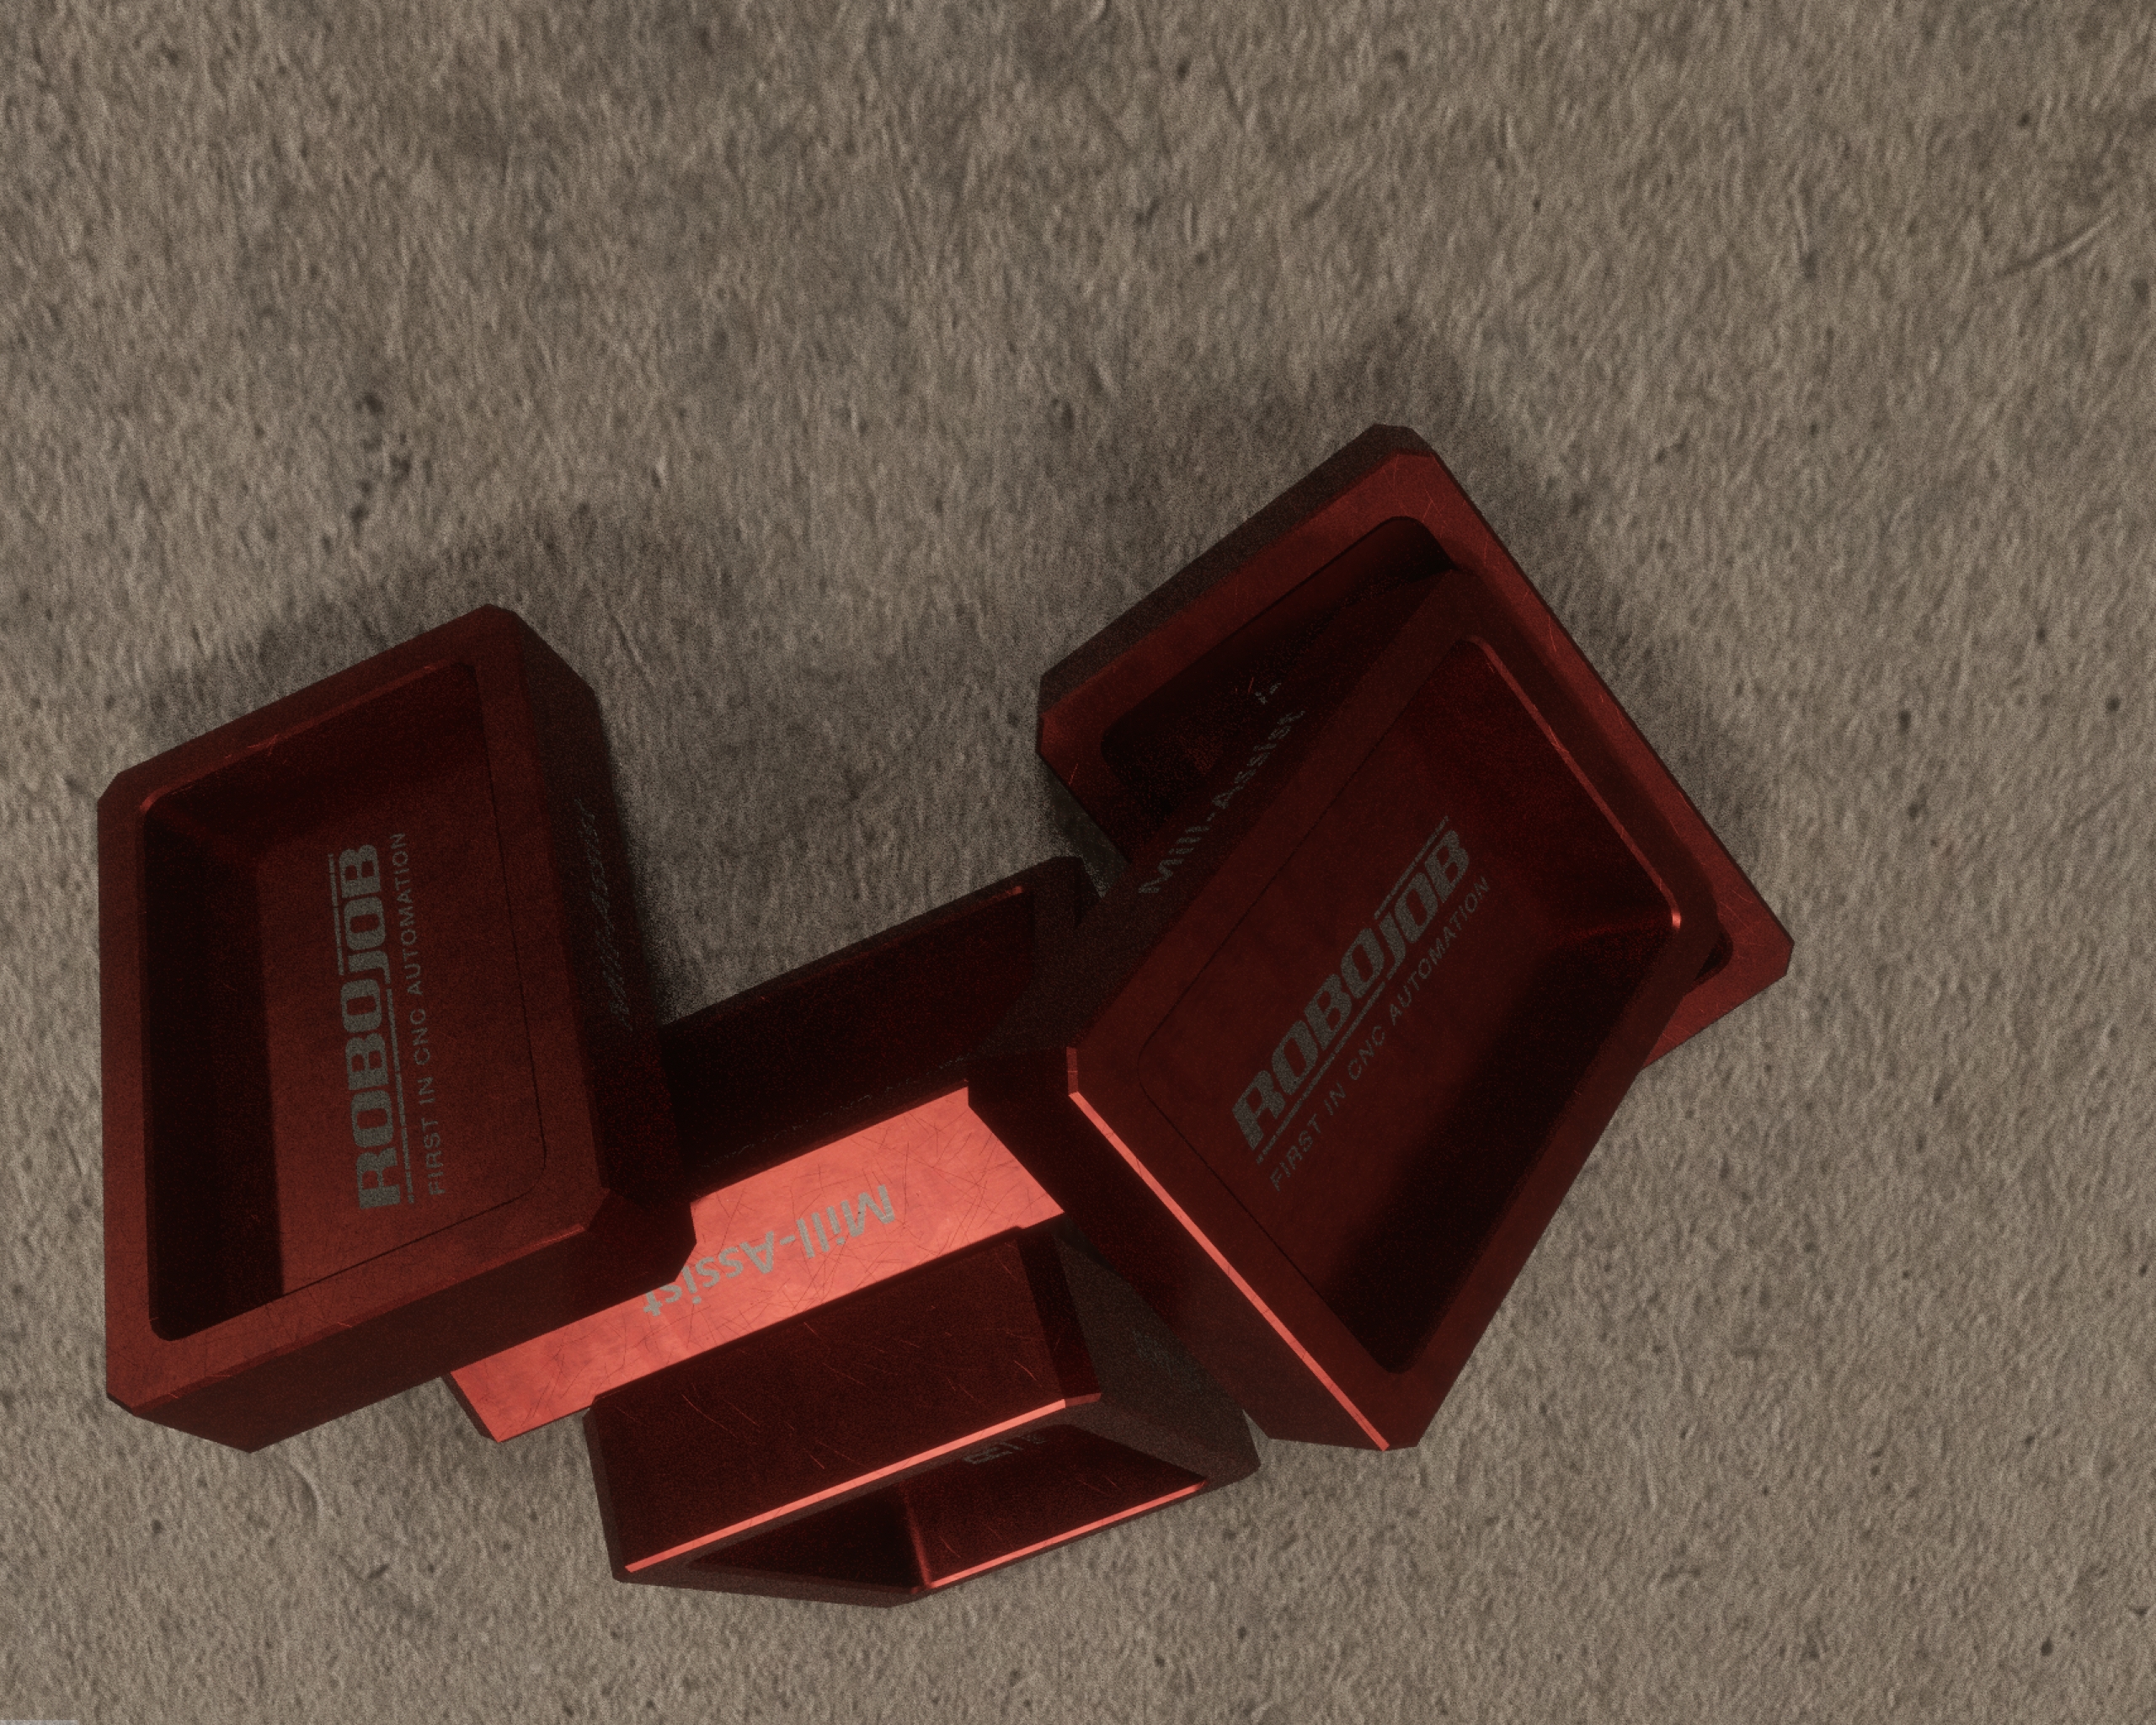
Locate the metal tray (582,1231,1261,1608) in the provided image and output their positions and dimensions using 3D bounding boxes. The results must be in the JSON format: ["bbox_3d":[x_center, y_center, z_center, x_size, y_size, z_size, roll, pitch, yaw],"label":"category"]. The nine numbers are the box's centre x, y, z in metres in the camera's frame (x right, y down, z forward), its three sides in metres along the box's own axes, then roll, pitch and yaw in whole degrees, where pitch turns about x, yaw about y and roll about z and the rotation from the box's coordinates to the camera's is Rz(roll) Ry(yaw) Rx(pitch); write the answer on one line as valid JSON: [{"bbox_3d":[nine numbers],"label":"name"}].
[{"bbox_3d":[-0.024,0.113,0.406,0.090,0.130,0.030,-23,64,8],"label":"metal tray"}]

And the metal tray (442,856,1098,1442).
[{"bbox_3d":[-0.053,0.050,0.394,0.130,0.090,0.030,-23,109,8],"label":"metal tray"}]

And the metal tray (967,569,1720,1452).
[{"bbox_3d":[0.052,0.023,0.361,0.090,0.030,0.130,50,58,-16],"label":"metal tray"}]

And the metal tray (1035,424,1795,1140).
[{"bbox_3d":[0.065,-0.007,0.406,0.090,0.030,0.130,-37,107,12],"label":"metal tray"}]

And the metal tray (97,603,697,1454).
[{"bbox_3d":[-0.124,0.026,0.368,0.090,0.130,0.030,-23,147,7],"label":"metal tray"}]
